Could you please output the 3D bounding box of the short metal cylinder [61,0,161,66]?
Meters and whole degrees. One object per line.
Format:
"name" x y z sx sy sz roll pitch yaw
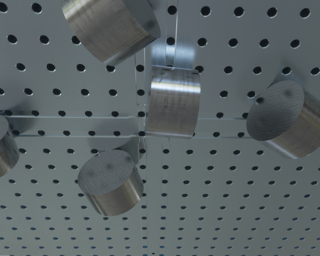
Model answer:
"short metal cylinder" -0.043 -0.105 0.286 0.050 0.080 0.080 -28 125 21

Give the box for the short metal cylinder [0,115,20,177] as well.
"short metal cylinder" -0.228 0.024 0.393 0.081 0.080 0.050 0 130 -1

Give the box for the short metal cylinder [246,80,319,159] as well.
"short metal cylinder" 0.152 -0.010 0.370 0.050 0.080 0.080 30 124 -23

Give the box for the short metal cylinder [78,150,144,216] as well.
"short metal cylinder" -0.069 0.077 0.440 0.080 0.080 0.050 -11 129 8

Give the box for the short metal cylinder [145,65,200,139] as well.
"short metal cylinder" 0.012 -0.029 0.351 0.050 0.080 0.079 5 130 -5
